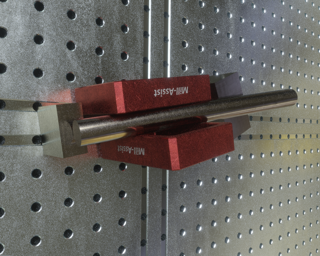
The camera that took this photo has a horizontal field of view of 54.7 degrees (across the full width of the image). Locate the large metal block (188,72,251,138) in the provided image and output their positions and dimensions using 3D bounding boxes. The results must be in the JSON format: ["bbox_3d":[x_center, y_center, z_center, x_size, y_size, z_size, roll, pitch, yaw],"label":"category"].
[{"bbox_3d":[0.070,-0.028,0.433,0.050,0.080,0.080,-29,108,-37],"label":"large metal block"}]

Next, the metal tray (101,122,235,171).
[{"bbox_3d":[0.004,0.015,0.346,0.091,0.130,0.030,-13,99,-40],"label":"metal tray"}]

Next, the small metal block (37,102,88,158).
[{"bbox_3d":[-0.099,0.001,0.311,0.025,0.050,0.050,-11,97,-40],"label":"small metal block"}]

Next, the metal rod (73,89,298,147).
[{"bbox_3d":[0.053,-0.019,0.357,0.303,0.025,0.025,-11,97,-30],"label":"metal rod"}]

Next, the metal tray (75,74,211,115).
[{"bbox_3d":[-0.017,-0.039,0.353,0.131,0.090,0.030,-12,99,-40],"label":"metal tray"}]
